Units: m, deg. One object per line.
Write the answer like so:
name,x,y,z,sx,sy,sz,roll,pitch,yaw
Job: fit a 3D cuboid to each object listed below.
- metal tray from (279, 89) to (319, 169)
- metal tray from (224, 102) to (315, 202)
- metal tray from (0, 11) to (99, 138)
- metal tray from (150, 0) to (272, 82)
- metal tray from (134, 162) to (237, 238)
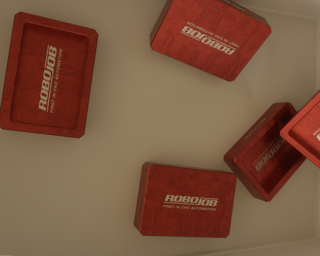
metal tray,0.244,-0.012,0.424,0.090,0.129,0.030,43,30,12
metal tray,0.170,0.034,0.470,0.130,0.030,0.090,-43,104,-15
metal tray,-0.127,-0.057,0.360,0.091,0.030,0.129,8,87,-20
metal tray,0.063,-0.122,0.401,0.131,0.089,0.030,18,39,-19
metal tray,0.036,0.099,0.421,0.131,0.030,0.089,9,87,-20
